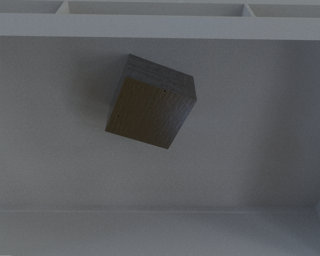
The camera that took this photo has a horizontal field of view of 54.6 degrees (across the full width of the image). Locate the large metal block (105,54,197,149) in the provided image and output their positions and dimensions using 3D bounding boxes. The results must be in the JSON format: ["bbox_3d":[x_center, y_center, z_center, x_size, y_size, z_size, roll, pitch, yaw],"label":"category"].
[{"bbox_3d":[-0.012,-0.029,0.368,0.080,0.050,0.080,17,128,-14],"label":"large metal block"}]
